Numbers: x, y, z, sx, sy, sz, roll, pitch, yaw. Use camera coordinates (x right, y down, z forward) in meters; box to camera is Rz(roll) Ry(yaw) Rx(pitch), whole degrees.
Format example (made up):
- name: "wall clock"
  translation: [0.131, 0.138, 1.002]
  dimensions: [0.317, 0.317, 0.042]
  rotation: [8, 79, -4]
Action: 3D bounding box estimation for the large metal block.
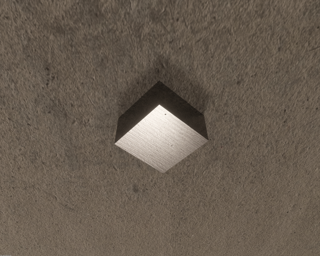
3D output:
- name: "large metal block"
  translation: [0.002, 0.001, 0.392]
  dimensions: [0.080, 0.050, 0.080]
  rotation: [35, 122, -26]
